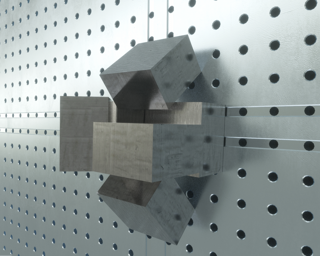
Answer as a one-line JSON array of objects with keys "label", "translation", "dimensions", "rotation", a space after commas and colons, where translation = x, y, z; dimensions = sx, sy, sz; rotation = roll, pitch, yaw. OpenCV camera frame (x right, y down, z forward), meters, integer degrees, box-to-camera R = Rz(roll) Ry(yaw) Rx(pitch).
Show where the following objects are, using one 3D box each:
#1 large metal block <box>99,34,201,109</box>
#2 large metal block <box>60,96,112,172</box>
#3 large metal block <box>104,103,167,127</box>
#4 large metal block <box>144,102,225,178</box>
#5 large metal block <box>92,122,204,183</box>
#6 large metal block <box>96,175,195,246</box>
[{"label": "large metal block", "translation": [-0.010, -0.066, 0.373], "dimensions": [0.080, 0.080, 0.050], "rotation": [3, 130, 40]}, {"label": "large metal block", "translation": [-0.084, 0.005, 0.368], "dimensions": [0.050, 0.080, 0.080], "rotation": [1, 91, -5]}, {"label": "large metal block", "translation": [-0.036, 0.006, 0.425], "dimensions": [0.080, 0.050, 0.080], "rotation": [9, 96, 39]}, {"label": "large metal block", "translation": [0.028, 0.010, 0.370], "dimensions": [0.080, 0.050, 0.080], "rotation": [4, 93, 40]}, {"label": "large metal block", "translation": [-0.011, 0.020, 0.318], "dimensions": [0.080, 0.081, 0.050], "rotation": [2, 91, 40]}, {"label": "large metal block", "translation": [-0.016, 0.091, 0.380], "dimensions": [0.080, 0.050, 0.080], "rotation": [3, 137, 40]}]
